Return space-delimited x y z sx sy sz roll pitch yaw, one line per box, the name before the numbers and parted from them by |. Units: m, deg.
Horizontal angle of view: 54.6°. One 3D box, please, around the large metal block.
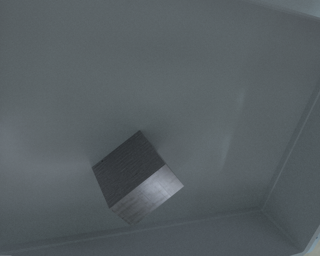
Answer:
large metal block | -0.030 0.062 0.394 0.080 0.080 0.050 -38 129 -2
